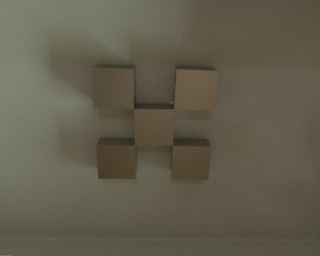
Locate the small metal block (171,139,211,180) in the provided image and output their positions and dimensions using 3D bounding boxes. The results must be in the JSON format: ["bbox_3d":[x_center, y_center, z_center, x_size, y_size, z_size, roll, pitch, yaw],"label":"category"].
[{"bbox_3d":[0.041,0.043,0.425,0.050,0.025,0.050,1,110,-1],"label":"small metal block"}]

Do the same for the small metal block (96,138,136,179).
[{"bbox_3d":[-0.058,0.042,0.424,0.050,0.025,0.050,1,110,-1],"label":"small metal block"}]

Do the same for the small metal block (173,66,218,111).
[{"bbox_3d":[0.044,-0.050,0.390,0.050,0.025,0.050,2,110,-1],"label":"small metal block"}]

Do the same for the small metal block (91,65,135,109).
[{"bbox_3d":[-0.057,-0.052,0.389,0.050,0.025,0.050,1,110,-1],"label":"small metal block"}]

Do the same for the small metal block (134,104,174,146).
[{"bbox_3d":[-0.008,-0.005,0.407,0.050,0.025,0.050,0,110,-1],"label":"small metal block"}]
